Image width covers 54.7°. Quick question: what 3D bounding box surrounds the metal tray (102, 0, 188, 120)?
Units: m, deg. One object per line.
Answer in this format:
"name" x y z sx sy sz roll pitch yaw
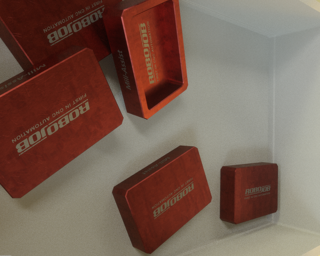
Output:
"metal tray" -0.010 -0.087 0.366 0.091 0.030 0.129 -40 134 -35

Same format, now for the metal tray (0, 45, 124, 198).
"metal tray" -0.106 -0.009 0.291 0.131 0.030 0.090 -39 128 -25

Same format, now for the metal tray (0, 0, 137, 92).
"metal tray" -0.093 -0.109 0.326 0.131 0.030 0.090 -44 117 -31

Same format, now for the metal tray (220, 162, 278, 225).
"metal tray" 0.158 0.109 0.539 0.131 0.030 0.089 1 89 -40

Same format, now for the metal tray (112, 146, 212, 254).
"metal tray" 0.009 0.090 0.413 0.131 0.030 0.089 -29 108 -37
